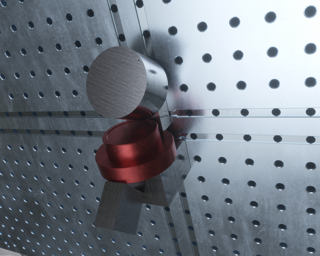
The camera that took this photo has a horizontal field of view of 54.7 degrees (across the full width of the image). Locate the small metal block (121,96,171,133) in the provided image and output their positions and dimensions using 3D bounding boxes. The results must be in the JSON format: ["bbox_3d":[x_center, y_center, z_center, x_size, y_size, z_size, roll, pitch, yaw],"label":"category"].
[{"bbox_3d":[-0.018,-0.022,0.404,0.050,0.025,0.050,1,119,27],"label":"small metal block"}]

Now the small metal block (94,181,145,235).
[{"bbox_3d":[-0.045,0.093,0.358,0.025,0.050,0.050,1,157,27],"label":"small metal block"}]

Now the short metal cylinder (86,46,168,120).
[{"bbox_3d":[-0.038,-0.049,0.361,0.080,0.050,0.080,-1,88,27],"label":"short metal cylinder"}]

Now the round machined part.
[{"bbox_3d":[-0.032,0.021,0.379,0.098,0.098,0.042,1,119,27],"label":"round machined part"}]

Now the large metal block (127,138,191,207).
[{"bbox_3d":[-0.014,0.054,0.414,0.080,0.080,0.050,1,119,27],"label":"large metal block"}]
